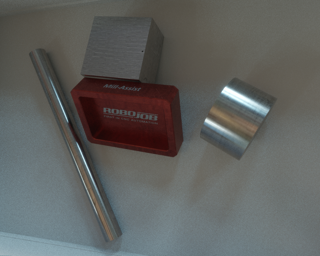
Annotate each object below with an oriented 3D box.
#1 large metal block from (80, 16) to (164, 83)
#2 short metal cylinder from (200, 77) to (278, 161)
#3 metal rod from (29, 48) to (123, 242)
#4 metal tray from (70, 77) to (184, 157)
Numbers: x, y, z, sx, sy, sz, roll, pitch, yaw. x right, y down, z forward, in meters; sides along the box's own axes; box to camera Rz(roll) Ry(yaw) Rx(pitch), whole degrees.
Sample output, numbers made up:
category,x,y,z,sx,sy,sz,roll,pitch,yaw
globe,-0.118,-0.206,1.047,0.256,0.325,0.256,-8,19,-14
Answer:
category,x,y,z,sx,sy,sz,roll,pitch,yaw
large metal block,-0.047,-0.096,0.405,0.080,0.050,0.080,8,81,19
short metal cylinder,0.088,-0.010,0.350,0.050,0.080,0.080,32,100,17
metal rod,-0.126,0.019,0.453,0.025,0.025,0.299,-27,81,17
metal tray,-0.040,-0.014,0.394,0.130,0.030,0.089,8,132,19
